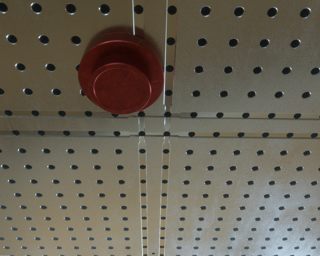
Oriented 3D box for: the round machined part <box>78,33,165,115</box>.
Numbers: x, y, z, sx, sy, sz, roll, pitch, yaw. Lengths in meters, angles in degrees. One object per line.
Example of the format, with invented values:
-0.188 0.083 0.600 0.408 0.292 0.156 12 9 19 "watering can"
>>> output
-0.044 -0.054 0.354 0.099 0.042 0.097 -1 131 0 "round machined part"
